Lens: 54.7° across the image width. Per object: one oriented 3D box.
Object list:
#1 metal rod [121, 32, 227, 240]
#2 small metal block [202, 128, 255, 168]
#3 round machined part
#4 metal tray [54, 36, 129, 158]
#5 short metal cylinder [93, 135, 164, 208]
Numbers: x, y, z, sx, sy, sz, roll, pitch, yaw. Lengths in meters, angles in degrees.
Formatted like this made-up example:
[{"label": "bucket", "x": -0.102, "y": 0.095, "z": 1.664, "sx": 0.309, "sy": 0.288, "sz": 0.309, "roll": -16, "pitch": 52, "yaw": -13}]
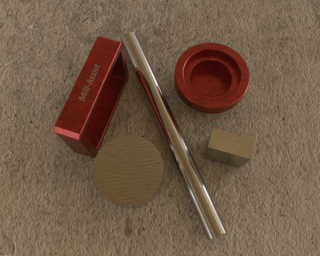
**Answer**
[{"label": "metal rod", "x": 0.011, "y": -0.003, "z": 0.411, "sx": 0.025, "sy": 0.025, "sz": 0.299, "roll": -21, "pitch": 72, "yaw": -8}, {"label": "small metal block", "x": 0.083, "y": 0.026, "z": 0.385, "sx": 0.050, "sy": 0.050, "sz": 0.025, "roll": 16, "pitch": 71, "yaw": 5}, {"label": "round machined part", "x": 0.068, "y": -0.064, "z": 0.424, "sx": 0.099, "sy": 0.042, "sz": 0.098, "roll": 0, "pitch": 70, "yaw": -1}, {"label": "metal tray", "x": -0.079, "y": -0.036, "z": 0.387, "sx": 0.030, "sy": 0.090, "sz": 0.130, "roll": 17, "pitch": 71, "yaw": 6}, {"label": "short metal cylinder", "x": -0.036, "y": 0.054, "z": 0.375, "sx": 0.081, "sy": 0.050, "sz": 0.080, "roll": 0, "pitch": 70, "yaw": 0}]
